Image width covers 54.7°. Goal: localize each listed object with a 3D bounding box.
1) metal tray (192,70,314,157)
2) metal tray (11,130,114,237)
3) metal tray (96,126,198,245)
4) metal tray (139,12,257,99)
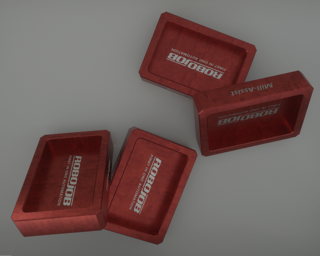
[{"bbox_3d":[0.110,-0.015,0.380,0.131,0.090,0.030,-13,49,0],"label":"metal tray"},{"bbox_3d":[-0.106,0.058,0.363,0.091,0.130,0.030,-5,130,0],"label":"metal tray"},{"bbox_3d":[-0.018,0.073,0.398,0.091,0.030,0.129,22,90,-14],"label":"metal tray"},{"bbox_3d":[0.048,-0.085,0.408,0.131,0.030,0.090,21,90,0],"label":"metal tray"}]
